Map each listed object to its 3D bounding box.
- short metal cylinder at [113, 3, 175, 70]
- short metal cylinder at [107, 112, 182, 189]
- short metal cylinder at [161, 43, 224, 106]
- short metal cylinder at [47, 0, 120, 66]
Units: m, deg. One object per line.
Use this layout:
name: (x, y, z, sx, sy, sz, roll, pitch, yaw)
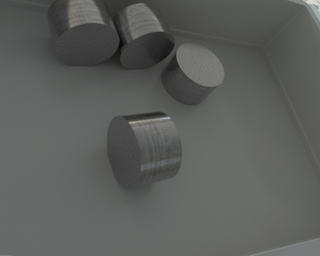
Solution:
short metal cylinder: (-0.026, -0.126, 0.435, 0.081, 0.080, 0.050, -10, 67, -33)
short metal cylinder: (-0.020, 0.023, 0.347, 0.050, 0.080, 0.080, -9, 66, -32)
short metal cylinder: (0.049, -0.081, 0.467, 0.081, 0.050, 0.080, 14, 56, -21)
short metal cylinder: (-0.097, -0.123, 0.394, 0.081, 0.080, 0.050, -6, 65, -31)
